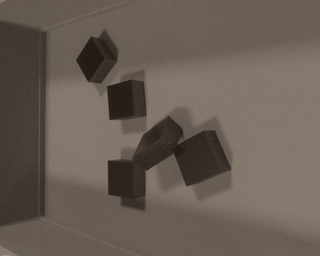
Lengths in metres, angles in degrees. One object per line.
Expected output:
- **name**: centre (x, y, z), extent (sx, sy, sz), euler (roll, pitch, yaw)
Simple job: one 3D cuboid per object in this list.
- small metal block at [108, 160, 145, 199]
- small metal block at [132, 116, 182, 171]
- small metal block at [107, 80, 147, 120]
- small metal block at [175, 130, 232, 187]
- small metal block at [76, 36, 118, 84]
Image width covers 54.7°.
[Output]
- **small metal block**: centre (-0.048, 0.072, 0.444), extent (0.050, 0.025, 0.050), euler (-1, 89, 39)
- **small metal block**: centre (-0.003, 0.019, 0.388), extent (0.025, 0.050, 0.050), euler (43, 125, -15)
- **small metal block**: centre (-0.048, -0.039, 0.444), extent (0.050, 0.025, 0.050), euler (-7, 85, 39)
- **small metal block**: centre (0.048, 0.036, 0.366), extent (0.050, 0.025, 0.050), euler (-31, 71, 35)
- **small metal block**: centre (-0.100, -0.106, 0.487), extent (0.050, 0.025, 0.050), euler (-47, 63, 29)
